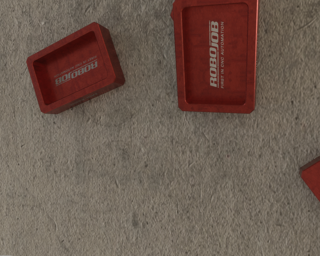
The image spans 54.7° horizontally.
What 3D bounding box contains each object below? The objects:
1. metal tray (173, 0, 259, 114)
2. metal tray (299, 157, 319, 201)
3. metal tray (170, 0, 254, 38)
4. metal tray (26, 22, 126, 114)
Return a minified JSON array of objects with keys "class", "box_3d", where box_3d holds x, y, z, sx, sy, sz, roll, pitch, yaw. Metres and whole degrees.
[{"class":"metal tray","box_3d":[0.065,-0.084,0.359,0.090,0.030,0.129,3,112,20]},{"class":"metal tray","box_3d":[0.226,0.076,0.326,0.090,0.030,0.130,-37,78,16]},{"class":"metal tray","box_3d":[0.076,-0.183,0.379,0.090,0.030,0.129,19,96,18]},{"class":"metal tray","box_3d":[-0.124,-0.083,0.450,0.130,0.030,0.090,-21,83,18]}]
